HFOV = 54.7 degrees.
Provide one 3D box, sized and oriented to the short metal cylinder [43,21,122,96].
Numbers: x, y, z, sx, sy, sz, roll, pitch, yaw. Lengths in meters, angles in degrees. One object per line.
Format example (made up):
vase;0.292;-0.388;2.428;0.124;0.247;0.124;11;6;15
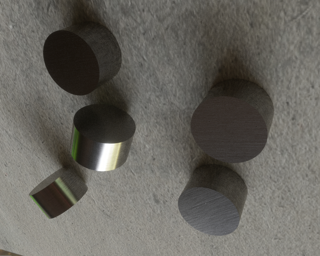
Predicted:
short metal cylinder;-0.095;-0.087;0.385;0.080;0.050;0.079;13;124;20

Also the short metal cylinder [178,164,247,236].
short metal cylinder;0.071;0.095;0.411;0.080;0.050;0.079;13;124;20

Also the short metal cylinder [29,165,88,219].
short metal cylinder;-0.171;0.106;0.524;0.080;0.080;0.050;-24;105;36

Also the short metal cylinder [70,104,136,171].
short metal cylinder;-0.077;0.012;0.418;0.080;0.080;0.050;27;128;11

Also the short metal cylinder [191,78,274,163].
short metal cylinder;0.081;-0.008;0.342;0.080;0.050;0.079;13;124;20
